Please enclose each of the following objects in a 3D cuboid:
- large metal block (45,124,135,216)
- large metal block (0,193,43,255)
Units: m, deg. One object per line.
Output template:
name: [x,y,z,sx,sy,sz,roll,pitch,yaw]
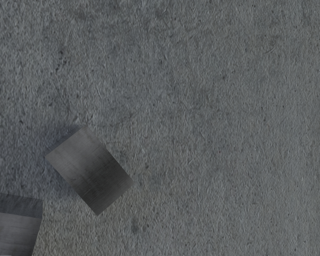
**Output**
large metal block: [-0.082,0.043,0.349,0.050,0.080,0.080,-41,103,-15]
large metal block: [-0.159,0.119,0.321,0.050,0.080,0.080,16,85,-20]
